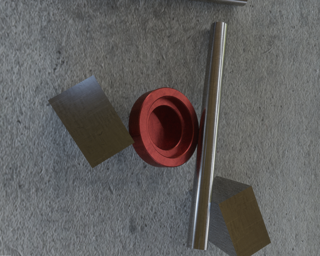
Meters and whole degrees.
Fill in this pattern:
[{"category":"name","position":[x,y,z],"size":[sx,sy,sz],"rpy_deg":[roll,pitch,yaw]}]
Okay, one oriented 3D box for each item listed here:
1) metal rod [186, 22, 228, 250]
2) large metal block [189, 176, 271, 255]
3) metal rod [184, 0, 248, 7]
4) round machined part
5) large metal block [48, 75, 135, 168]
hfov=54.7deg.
[{"category":"metal rod","position":[0.064,-0.002,0.401],"size":[0.025,0.025,0.299],"rpy_deg":[14,73,-20]},{"category":"large metal block","position":[0.091,0.117,0.415],"size":[0.050,0.080,0.080],"rpy_deg":[-23,98,-19]},{"category":"metal rod","position":[-0.019,-0.185,0.402],"size":[0.303,0.025,0.025],"rpy_deg":[-3,91,-21]},{"category":"round machined part","position":[0.000,0.001,0.390],"size":[0.099,0.042,0.097],"rpy_deg":[7,79,-40]},{"category":"large metal block","position":[-0.076,-0.009,0.349],"size":[0.050,0.080,0.080],"rpy_deg":[-32,101,-9]}]
